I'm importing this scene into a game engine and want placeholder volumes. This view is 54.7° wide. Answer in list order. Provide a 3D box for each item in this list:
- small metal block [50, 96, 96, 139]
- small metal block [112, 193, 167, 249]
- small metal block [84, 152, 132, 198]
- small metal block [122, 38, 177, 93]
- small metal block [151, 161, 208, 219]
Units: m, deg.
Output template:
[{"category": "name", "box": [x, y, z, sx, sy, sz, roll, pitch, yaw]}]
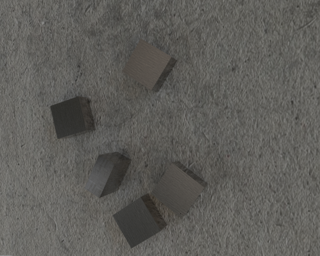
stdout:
[{"category": "small metal block", "box": [-0.127, -0.014, 0.454, 0.050, 0.025, 0.050, -16, 85, 19]}, {"category": "small metal block", "box": [-0.027, 0.125, 0.419, 0.050, 0.025, 0.050, -36, 79, 16]}, {"category": "small metal block", "box": [-0.069, 0.062, 0.420, 0.025, 0.050, 0.050, 27, 99, 18]}, {"category": "small metal block", "box": [-0.014, -0.083, 0.414, 0.050, 0.025, 0.050, 35, 101, 16]}, {"category": "small metal block", "box": [0.025, 0.078, 0.400, 0.050, 0.025, 0.050, 37, 102, 16]}]
